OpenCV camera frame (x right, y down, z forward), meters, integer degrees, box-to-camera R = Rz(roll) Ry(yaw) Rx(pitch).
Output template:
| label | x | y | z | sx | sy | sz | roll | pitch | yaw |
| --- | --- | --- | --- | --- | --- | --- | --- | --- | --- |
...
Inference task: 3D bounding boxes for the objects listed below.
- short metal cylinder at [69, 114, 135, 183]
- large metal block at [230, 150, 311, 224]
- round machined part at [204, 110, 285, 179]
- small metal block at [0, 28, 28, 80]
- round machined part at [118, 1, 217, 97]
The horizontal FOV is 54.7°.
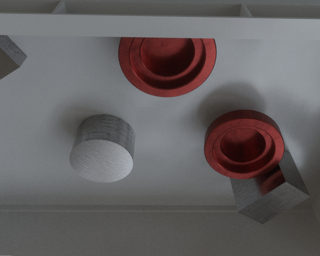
| label | x | y | z | sx | sy | sz | roll | pitch | yaw |
| --- | --- | --- | --- | --- | --- | --- | --- | --- | --- |
| short metal cylinder | -0.075 | 0.028 | 0.416 | 0.081 | 0.050 | 0.079 | 0 | 130 | 0 |
| large metal block | 0.150 | 0.075 | 0.440 | 0.050 | 0.080 | 0.080 | 30 | 124 | -24 |
| round machined part | 0.108 | 0.017 | 0.407 | 0.099 | 0.042 | 0.097 | 4 | 124 | 6 |
| small metal block | -0.186 | -0.080 | 0.338 | 0.050 | 0.025 | 0.050 | -25 | 126 | 19 |
| round machined part | 0.007 | -0.084 | 0.327 | 0.099 | 0.042 | 0.097 | -1 | 130 | 0 |
